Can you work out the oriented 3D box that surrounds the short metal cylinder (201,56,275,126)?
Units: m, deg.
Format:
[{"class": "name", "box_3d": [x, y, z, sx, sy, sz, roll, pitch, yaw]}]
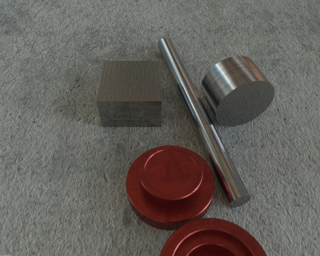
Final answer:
[{"class": "short metal cylinder", "box_3d": [0.101, -0.047, 0.408, 0.081, 0.080, 0.050, -13, 52, -11]}]

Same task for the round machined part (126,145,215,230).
[{"class": "round machined part", "box_3d": [0.012, 0.058, 0.343, 0.099, 0.042, 0.098, 0, 50, 0]}]

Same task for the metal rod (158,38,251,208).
[{"class": "metal rod", "box_3d": [0.047, -0.031, 0.428, 0.025, 0.025, 0.300, -12, 51, -10]}]

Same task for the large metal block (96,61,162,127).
[{"class": "large metal block", "box_3d": [-0.038, -0.048, 0.427, 0.081, 0.050, 0.080, 0, 50, 0]}]

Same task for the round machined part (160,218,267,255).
[{"class": "round machined part", "box_3d": [0.047, 0.136, 0.278, 0.099, 0.042, 0.098, 0, 50, 0]}]
